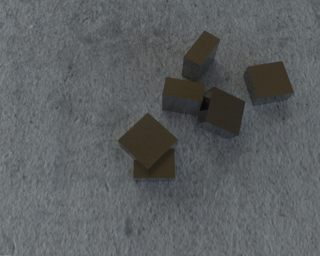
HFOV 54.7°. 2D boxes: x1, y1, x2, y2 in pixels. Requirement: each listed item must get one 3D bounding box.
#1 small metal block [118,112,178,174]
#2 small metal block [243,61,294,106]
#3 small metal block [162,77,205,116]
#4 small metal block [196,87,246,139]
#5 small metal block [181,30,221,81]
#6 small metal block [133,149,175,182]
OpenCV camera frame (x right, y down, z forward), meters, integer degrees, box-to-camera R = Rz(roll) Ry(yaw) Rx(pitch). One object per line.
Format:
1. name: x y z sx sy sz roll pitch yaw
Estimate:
1. small metal block: -0.014 0.018 0.375 0.050 0.025 0.050 42 75 14
2. small metal block: 0.150 -0.062 0.433 0.050 0.025 0.050 -10 70 -4
3. small metal block: 0.030 -0.041 0.410 0.050 0.050 0.025 10 71 4
4. small metal block: 0.080 -0.019 0.407 0.050 0.025 0.050 22 70 -16
5. small metal block: 0.056 -0.097 0.431 0.025 0.050 0.050 33 73 11
6. small metal block: -0.007 0.041 0.393 0.050 0.025 0.050 0 70 -1
